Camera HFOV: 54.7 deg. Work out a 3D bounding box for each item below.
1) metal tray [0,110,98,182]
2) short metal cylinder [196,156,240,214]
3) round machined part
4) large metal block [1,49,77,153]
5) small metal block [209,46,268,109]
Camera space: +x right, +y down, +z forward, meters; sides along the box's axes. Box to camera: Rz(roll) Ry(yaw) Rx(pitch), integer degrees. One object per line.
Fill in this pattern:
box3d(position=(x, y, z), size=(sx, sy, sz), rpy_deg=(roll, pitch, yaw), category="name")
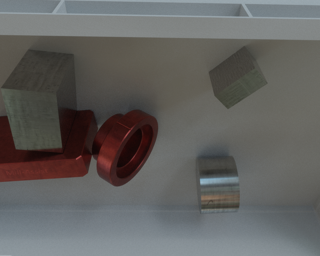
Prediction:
box3d(position=(-0.150, 0.020, 0.381), size=(0.131, 0.090, 0.030), rpy_deg=(-4, 130, 3), category="metal tray")
box3d(position=(0.080, 0.081, 0.443), size=(0.050, 0.080, 0.079), rpy_deg=(-3, 130, 2), category="short metal cylinder")
box3d(position=(-0.047, 0.020, 0.390), size=(0.042, 0.099, 0.097), rpy_deg=(27, 133, 21), category="round machined part")
box3d(position=(-0.128, -0.030, 0.345), size=(0.050, 0.080, 0.079), rpy_deg=(5, 130, -5), category="large metal block")
box3d(position=(0.085, -0.057, 0.346), size=(0.050, 0.050, 0.025), rpy_deg=(-35, 122, 25), category="small metal block")
